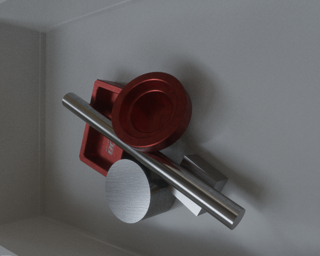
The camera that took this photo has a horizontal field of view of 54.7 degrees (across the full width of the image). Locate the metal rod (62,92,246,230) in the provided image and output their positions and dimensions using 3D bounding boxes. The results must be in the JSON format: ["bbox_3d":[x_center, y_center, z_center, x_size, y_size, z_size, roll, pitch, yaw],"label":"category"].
[{"bbox_3d":[-0.029,0.025,0.389,0.300,0.025,0.025,32,110,32],"label":"metal rod"}]

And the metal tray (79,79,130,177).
[{"bbox_3d":[-0.069,0.002,0.455,0.090,0.030,0.129,23,105,37],"label":"metal tray"}]

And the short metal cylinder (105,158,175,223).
[{"bbox_3d":[-0.026,0.079,0.407,0.080,0.050,0.079,0,90,39],"label":"short metal cylinder"}]

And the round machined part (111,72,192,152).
[{"bbox_3d":[-0.007,-0.016,0.381,0.098,0.042,0.098,-10,65,22],"label":"round machined part"}]

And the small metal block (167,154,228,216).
[{"bbox_3d":[0.044,0.066,0.367,0.050,0.025,0.050,39,113,33],"label":"small metal block"}]
